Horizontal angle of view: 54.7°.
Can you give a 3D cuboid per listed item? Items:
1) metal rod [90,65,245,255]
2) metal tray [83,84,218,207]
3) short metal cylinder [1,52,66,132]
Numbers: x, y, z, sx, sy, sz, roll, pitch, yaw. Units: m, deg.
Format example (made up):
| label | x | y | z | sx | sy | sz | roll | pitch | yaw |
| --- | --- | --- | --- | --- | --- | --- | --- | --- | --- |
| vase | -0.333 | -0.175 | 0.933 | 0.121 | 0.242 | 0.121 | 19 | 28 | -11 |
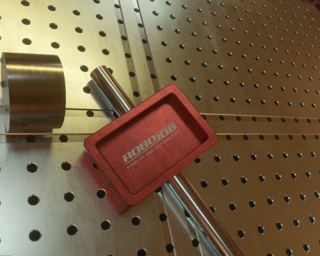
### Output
| label | x | y | z | sx | sy | sz | roll | pitch | yaw |
| --- | --- | --- | --- | --- | --- | --- | --- | --- | --- |
| metal rod | 0.006 | 0.044 | 0.385 | 0.025 | 0.025 | 0.299 | -29 | 78 | -38 |
| metal tray | -0.009 | 0.018 | 0.361 | 0.131 | 0.030 | 0.090 | -35 | 81 | -18 |
| short metal cylinder | -0.134 | -0.037 | 0.324 | 0.050 | 0.080 | 0.080 | -4 | 64 | -31 |
